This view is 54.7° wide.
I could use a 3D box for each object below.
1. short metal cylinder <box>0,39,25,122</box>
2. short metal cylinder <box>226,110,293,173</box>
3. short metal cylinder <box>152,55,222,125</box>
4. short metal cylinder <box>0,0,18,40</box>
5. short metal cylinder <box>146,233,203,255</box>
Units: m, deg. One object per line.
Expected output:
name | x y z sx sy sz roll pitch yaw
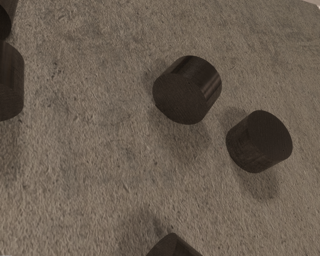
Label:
short metal cylinder | -0.176 -0.046 0.302 0.081 0.080 0.050 3 61 -27
short metal cylinder | 0.145 0.021 0.456 0.081 0.050 0.080 14 56 -21
short metal cylinder | 0.037 -0.051 0.421 0.080 0.080 0.050 41 51 -1
short metal cylinder | -0.205 -0.141 0.344 0.081 0.080 0.050 10 58 -24
short metal cylinder | 0.009 0.146 0.286 0.050 0.080 0.080 40 51 -2
